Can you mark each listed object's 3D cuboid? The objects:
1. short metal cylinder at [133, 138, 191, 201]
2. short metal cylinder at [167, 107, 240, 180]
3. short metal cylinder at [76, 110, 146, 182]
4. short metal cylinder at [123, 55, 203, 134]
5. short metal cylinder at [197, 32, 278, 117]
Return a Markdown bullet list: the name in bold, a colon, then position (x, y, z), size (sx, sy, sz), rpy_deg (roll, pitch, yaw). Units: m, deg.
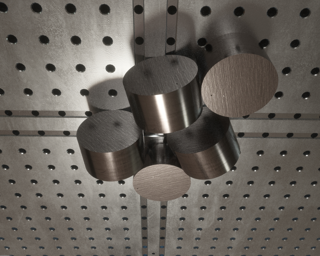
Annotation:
- **short metal cylinder**: position (0.002, 0.061, 0.448), size (0.081, 0.050, 0.079), rpy_deg (0, 130, 0)
- **short metal cylinder**: position (0.055, 0.018, 0.392), size (0.080, 0.080, 0.050), rpy_deg (-18, 128, 14)
- **short metal cylinder**: position (-0.060, 0.021, 0.392), size (0.081, 0.080, 0.050), rpy_deg (-2, 130, 1)
- **short metal cylinder**: position (0.005, -0.039, 0.343), size (0.080, 0.080, 0.050), rpy_deg (-8, 130, 6)
- **short metal cylinder**: position (0.084, -0.059, 0.347), size (0.081, 0.050, 0.079), rpy_deg (0, 130, 0)
